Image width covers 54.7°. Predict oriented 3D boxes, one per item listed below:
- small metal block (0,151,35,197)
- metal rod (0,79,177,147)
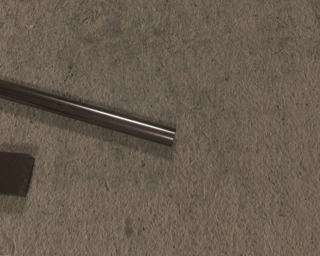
[{"bbox_3d":[-0.190,0.057,0.385,0.050,0.025,0.050,5,70,1],"label":"small metal block"},{"bbox_3d":[-0.126,-0.028,0.416,0.301,0.025,0.025,16,71,5],"label":"metal rod"}]
